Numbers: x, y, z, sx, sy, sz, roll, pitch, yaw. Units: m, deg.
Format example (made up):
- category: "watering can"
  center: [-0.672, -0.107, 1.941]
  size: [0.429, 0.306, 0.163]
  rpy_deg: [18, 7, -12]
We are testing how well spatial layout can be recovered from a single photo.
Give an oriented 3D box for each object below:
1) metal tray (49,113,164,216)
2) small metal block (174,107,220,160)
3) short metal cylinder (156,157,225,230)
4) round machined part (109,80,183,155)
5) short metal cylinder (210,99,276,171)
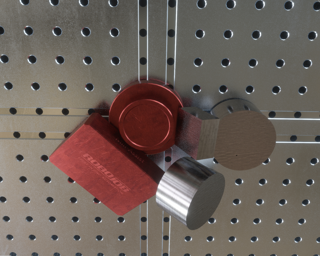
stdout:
- category: "metal tray"
  center: [-0.069, 0.052, 0.413]
  size: [0.130, 0.030, 0.090]
  rpy_deg: [43, 120, -15]
- category: "small metal block"
  center: [0.044, 0.005, 0.379]
  size: [0.025, 0.050, 0.050]
  rpy_deg: [-5, 112, -28]
- category: "short metal cylinder"
  center: [0.041, 0.084, 0.405]
  size: [0.050, 0.081, 0.079]
  rpy_deg: [26, 115, 37]
- category: "round machined part"
  center: [-0.016, -0.010, 0.396]
  size: [0.099, 0.042, 0.097]
  rpy_deg: [0, 110, 0]
- category: "short metal cylinder"
  center: [0.101, 0.008, 0.400]
  size: [0.081, 0.050, 0.079]
  rpy_deg: [0, 110, 0]
